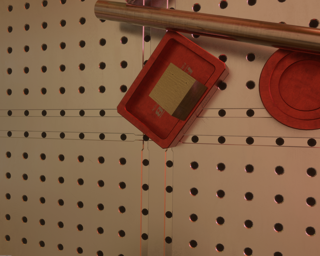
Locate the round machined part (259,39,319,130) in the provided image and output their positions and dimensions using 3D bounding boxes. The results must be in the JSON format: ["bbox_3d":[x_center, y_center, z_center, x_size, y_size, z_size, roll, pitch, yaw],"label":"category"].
[{"bbox_3d":[0.163,-0.046,0.346,0.098,0.042,0.097,0,90,20],"label":"round machined part"}]

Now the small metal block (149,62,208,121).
[{"bbox_3d":[0.021,-0.045,0.381,0.050,0.025,0.050,-55,49,11],"label":"small metal block"}]

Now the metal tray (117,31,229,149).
[{"bbox_3d":[0.015,-0.049,0.404,0.090,0.030,0.129,38,102,16],"label":"metal tray"}]

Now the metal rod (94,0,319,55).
[{"bbox_3d":[0.051,-0.120,0.358,0.301,0.025,0.025,17,96,24],"label":"metal rod"}]

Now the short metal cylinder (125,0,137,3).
[{"bbox_3d":[-0.047,-0.208,0.400,0.050,0.080,0.080,-40,78,16],"label":"short metal cylinder"}]
